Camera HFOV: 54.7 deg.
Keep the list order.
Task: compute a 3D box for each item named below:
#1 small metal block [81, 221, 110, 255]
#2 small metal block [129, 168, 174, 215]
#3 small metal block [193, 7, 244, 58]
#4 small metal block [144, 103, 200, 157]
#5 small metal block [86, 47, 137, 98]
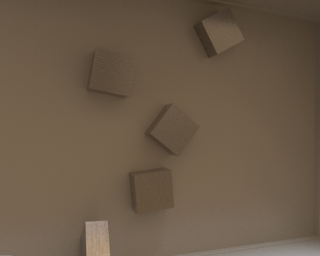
[{"bbox_3d":[-0.076,0.142,0.359,0.025,0.050,0.050,3,51,-20],"label":"small metal block"},{"bbox_3d":[-0.011,0.081,0.406,0.050,0.025,0.050,-5,92,-20],"label":"small metal block"},{"bbox_3d":[0.084,-0.135,0.441,0.050,0.025,0.050,-32,101,-17],"label":"small metal block"},{"bbox_3d":[0.017,0.003,0.416,0.050,0.025,0.050,40,77,-16],"label":"small metal block"},{"bbox_3d":[-0.061,-0.068,0.388,0.050,0.025,0.050,10,87,-20],"label":"small metal block"}]
